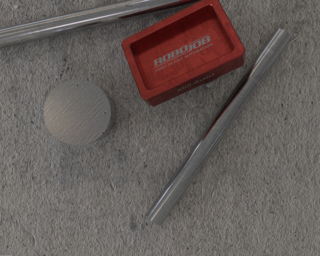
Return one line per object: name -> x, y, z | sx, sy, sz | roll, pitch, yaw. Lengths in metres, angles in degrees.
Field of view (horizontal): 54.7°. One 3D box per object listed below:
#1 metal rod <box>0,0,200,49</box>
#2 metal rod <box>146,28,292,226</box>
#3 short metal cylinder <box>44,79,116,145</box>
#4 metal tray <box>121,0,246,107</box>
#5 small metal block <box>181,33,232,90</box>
metal rod -> -0.093, -0.144, 0.408 | 0.302, 0.025, 0.025 | -13, 90, 0
metal rod -> 0.077, -0.002, 0.410 | 0.025, 0.025, 0.299 | 35, 90, 0
short metal cylinder -> -0.099, -0.019, 0.397 | 0.081, 0.050, 0.079 | 0, 90, 0
metal tray -> 0.027, -0.094, 0.383 | 0.130, 0.030, 0.090 | -24, 71, 9
small metal block -> 0.061, -0.087, 0.410 | 0.050, 0.025, 0.050 | 42, 90, 0
